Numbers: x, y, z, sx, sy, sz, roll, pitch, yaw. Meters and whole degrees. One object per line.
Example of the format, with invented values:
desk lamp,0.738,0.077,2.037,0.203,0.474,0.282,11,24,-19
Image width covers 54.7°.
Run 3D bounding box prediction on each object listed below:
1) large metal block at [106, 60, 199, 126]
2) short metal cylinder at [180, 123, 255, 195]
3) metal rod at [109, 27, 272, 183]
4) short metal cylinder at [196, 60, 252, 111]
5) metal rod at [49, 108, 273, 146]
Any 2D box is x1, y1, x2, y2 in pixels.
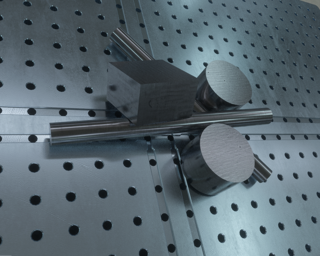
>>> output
large metal block,-0.012,-0.048,0.387,0.081,0.050,0.080,-11,33,-32
short metal cylinder,0.074,0.041,0.402,0.081,0.050,0.080,14,56,-21
metal rod,0.043,-0.034,0.448,0.300,0.025,0.025,44,51,2
short metal cylinder,0.091,-0.056,0.471,0.081,0.050,0.080,14,56,-21
metal rod,0.019,-0.005,0.396,0.303,0.025,0.025,-5,64,-24
